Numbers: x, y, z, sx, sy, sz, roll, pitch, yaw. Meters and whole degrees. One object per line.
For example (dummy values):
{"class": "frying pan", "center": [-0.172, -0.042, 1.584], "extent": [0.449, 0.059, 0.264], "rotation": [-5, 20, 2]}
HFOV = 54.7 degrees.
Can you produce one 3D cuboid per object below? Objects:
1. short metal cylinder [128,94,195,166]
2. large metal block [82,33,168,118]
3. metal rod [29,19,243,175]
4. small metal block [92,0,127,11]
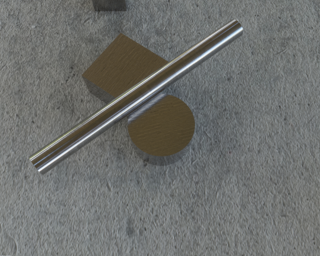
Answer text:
{"class": "short metal cylinder", "center": [0.002, 0.003, 0.394], "extent": [0.081, 0.050, 0.080], "rotation": [0, 70, 0]}
{"class": "large metal block", "center": [-0.043, -0.067, 0.419], "extent": [0.080, 0.050, 0.080], "rotation": [34, 73, 11]}
{"class": "metal rod", "center": [-0.016, -0.046, 0.372], "extent": [0.301, 0.025, 0.025], "rotation": [-37, 74, -15]}
{"class": "small metal block", "center": [-0.078, -0.204, 0.469], "extent": [0.050, 0.050, 0.025], "rotation": [0, 70, 0]}
